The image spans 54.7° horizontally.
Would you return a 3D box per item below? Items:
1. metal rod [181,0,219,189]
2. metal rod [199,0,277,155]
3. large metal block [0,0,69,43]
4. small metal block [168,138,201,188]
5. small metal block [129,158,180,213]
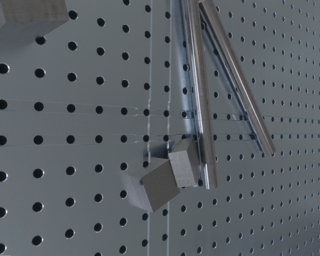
[{"bbox_3d":[0.059,-0.057,0.458,0.025,0.025,0.298,-13,98,-39],"label":"metal rod"},{"bbox_3d":[0.136,-0.074,0.523,0.025,0.025,0.299,-46,118,-30],"label":"metal rod"},{"bbox_3d":[-0.128,-0.122,0.266,0.050,0.080,0.079,-19,102,-39],"label":"large metal block"},{"bbox_3d":[0.035,0.046,0.424,0.050,0.025,0.050,-49,125,-67],"label":"small metal block"},{"bbox_3d":[-0.006,0.073,0.405,0.050,0.025,0.050,-29,108,-36],"label":"small metal block"}]
